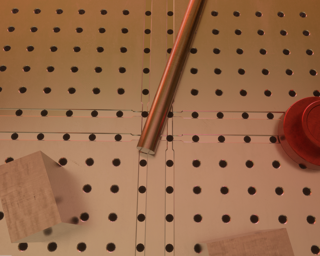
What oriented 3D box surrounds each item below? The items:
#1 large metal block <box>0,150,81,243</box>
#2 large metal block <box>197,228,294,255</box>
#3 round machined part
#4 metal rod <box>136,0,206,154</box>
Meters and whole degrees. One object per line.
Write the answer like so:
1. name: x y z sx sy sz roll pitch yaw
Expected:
1. large metal block: -0.136 0.081 0.352 0.050 0.080 0.080 -22 72 -8
2. large metal block: 0.089 0.141 0.331 0.081 0.080 0.050 -10 71 -4
3. round machined part: 0.211 0.002 0.403 0.099 0.042 0.098 0 70 0
4. metal rod: 0.027 -0.105 0.449 0.025 0.025 0.299 17 71 6
